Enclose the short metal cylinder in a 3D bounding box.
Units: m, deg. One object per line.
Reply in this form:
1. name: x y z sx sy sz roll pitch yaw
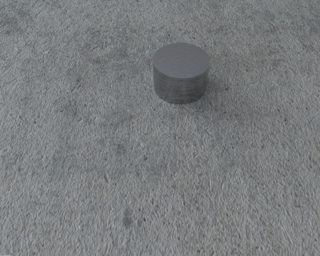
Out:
1. short metal cylinder: 0.030 -0.081 0.455 0.080 0.050 0.080 0 50 0
